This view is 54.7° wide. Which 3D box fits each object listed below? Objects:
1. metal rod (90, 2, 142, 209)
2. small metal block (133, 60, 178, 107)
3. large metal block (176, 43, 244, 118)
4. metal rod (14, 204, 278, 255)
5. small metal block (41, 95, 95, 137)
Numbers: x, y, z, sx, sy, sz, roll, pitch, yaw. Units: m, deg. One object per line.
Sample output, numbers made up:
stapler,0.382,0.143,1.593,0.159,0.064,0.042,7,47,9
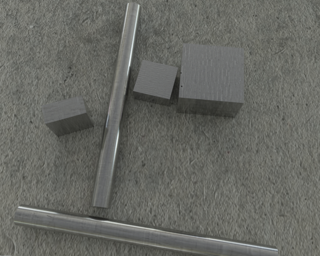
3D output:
metal rod,-0.056,-0.044,0.423,0.025,0.025,0.299,6,70,2
small metal block,-0.005,-0.062,0.431,0.050,0.025,0.050,13,70,4
large metal block,0.067,-0.063,0.419,0.080,0.050,0.080,5,70,1
metal rod,-0.018,0.126,0.361,0.302,0.025,0.025,9,70,2
small metal block,-0.117,-0.014,0.399,0.050,0.050,0.025,-16,71,-6
